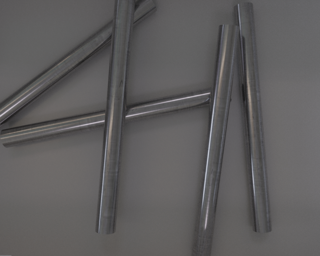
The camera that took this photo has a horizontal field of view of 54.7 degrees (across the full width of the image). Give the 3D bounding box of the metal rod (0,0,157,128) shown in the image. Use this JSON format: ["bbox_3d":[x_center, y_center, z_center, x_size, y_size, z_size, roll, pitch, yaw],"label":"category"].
[{"bbox_3d":[-0.132,-0.076,0.410,0.301,0.025,0.025,-37,90,0],"label":"metal rod"}]

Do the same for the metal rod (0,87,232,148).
[{"bbox_3d":[-0.056,-0.016,0.410,0.302,0.025,0.025,-12,90,0],"label":"metal rod"}]

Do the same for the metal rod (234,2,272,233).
[{"bbox_3d":[0.123,-0.013,0.412,0.025,0.025,0.298,-5,90,0],"label":"metal rod"}]

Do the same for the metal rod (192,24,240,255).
[{"bbox_3d":[0.069,0.025,0.393,0.025,0.025,0.298,6,97,0],"label":"metal rod"}]

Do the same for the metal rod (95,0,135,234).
[{"bbox_3d":[-0.055,-0.021,0.384,0.025,0.025,0.298,5,90,0],"label":"metal rod"}]
